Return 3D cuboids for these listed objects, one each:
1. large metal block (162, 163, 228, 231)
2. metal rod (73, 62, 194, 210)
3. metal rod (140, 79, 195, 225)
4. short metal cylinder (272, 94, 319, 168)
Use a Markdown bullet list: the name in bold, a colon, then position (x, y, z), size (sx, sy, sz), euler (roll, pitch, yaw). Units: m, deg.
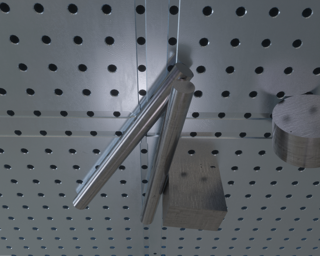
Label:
- **large metal block**: position (0.048, 0.101, 0.462), size (0.081, 0.080, 0.050), euler (8, 130, -7)
- **metal rod**: position (-0.052, 0.029, 0.435), size (0.025, 0.025, 0.298), euler (26, 125, -21)
- **metal rod**: position (0.001, 0.057, 0.443), size (0.025, 0.025, 0.298), euler (7, 135, -6)
- **short metal cylinder**: position (0.180, 0.003, 0.380), size (0.080, 0.080, 0.050), euler (-10, 130, 8)
